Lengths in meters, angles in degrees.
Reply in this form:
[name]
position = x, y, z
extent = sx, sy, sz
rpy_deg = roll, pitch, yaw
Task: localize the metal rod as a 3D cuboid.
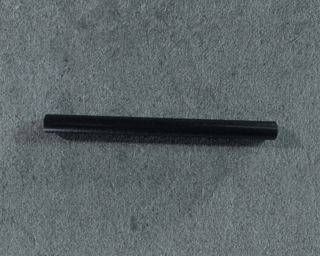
[metal rod]
position = 0.001, -0.001, 0.411
extent = 0.302, 0.025, 0.025
rpy_deg = 2, 90, 0
